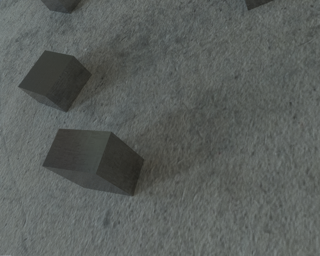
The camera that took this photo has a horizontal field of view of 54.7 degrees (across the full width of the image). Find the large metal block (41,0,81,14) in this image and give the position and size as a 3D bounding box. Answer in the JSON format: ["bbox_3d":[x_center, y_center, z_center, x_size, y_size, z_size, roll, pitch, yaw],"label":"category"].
[{"bbox_3d":[-0.214,-0.304,0.683,0.080,0.050,0.080,23,74,36],"label":"large metal block"}]

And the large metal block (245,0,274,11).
[{"bbox_3d":[0.133,-0.232,0.441,0.050,0.080,0.080,-18,55,18],"label":"large metal block"}]

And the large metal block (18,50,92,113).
[{"bbox_3d":[-0.179,-0.081,0.529,0.080,0.050,0.080,18,71,34],"label":"large metal block"}]

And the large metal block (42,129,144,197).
[{"bbox_3d":[-0.079,0.043,0.382,0.080,0.080,0.050,3,63,29],"label":"large metal block"}]
